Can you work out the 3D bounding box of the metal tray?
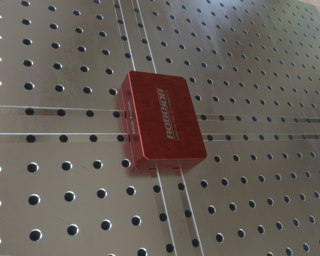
[{"bbox_3d":[0.004,-0.012,0.415,0.091,0.030,0.130,2,61,-28],"label":"metal tray"}]
